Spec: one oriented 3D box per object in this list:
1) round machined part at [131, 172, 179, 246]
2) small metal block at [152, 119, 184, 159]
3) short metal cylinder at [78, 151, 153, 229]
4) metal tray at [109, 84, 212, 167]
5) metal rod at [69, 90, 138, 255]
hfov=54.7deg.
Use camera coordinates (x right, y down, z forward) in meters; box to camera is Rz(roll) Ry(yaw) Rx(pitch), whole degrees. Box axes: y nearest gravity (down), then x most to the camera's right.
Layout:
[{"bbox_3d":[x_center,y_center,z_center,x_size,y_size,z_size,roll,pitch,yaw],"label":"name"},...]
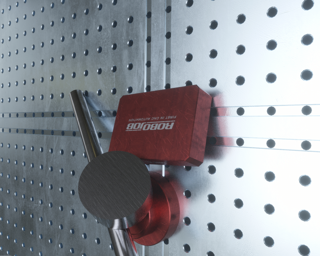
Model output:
[{"bbox_3d":[-0.026,0.110,0.417,0.098,0.042,0.097,0,90,39],"label":"round machined part"},{"bbox_3d":[0.009,0.015,0.400,0.050,0.025,0.050,-12,82,39],"label":"small metal block"},{"bbox_3d":[-0.050,0.073,0.365,0.080,0.080,0.050,54,165,26],"label":"short metal cylinder"},{"bbox_3d":[-0.004,-0.001,0.390,0.130,0.030,0.090,-3,70,39],"label":"metal tray"},{"bbox_3d":[-0.087,0.053,0.437,0.025,0.025,0.299,-49,49,28],"label":"metal rod"}]
